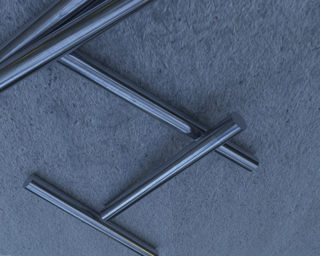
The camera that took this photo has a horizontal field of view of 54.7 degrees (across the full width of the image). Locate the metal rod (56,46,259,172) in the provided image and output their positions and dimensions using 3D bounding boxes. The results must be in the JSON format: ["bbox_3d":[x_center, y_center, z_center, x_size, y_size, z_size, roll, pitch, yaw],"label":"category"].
[{"bbox_3d":[0.013,-0.015,0.394,0.301,0.025,0.025,29,124,-23],"label":"metal rod"}]

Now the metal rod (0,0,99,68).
[{"bbox_3d":[-0.065,-0.133,0.293,0.300,0.025,0.025,-28,125,21],"label":"metal rod"}]

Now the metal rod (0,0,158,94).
[{"bbox_3d":[-0.066,-0.101,0.301,0.300,0.025,0.025,-26,126,13],"label":"metal rod"}]

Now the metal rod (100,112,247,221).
[{"bbox_3d":[0.000,0.070,0.444,0.025,0.025,0.299,31,130,-24],"label":"metal rod"}]

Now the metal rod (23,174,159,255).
[{"bbox_3d":[-0.107,0.169,0.549,0.025,0.025,0.300,-32,124,24],"label":"metal rod"}]
